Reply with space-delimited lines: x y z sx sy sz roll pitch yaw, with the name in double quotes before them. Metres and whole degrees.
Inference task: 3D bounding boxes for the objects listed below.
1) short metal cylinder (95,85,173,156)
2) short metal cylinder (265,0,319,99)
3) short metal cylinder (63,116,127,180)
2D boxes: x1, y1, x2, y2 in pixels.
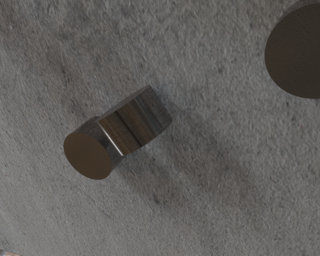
"short metal cylinder" -0.032 -0.010 0.380 0.080 0.080 0.050 -25 105 36
"short metal cylinder" 0.138 -0.072 0.273 0.080 0.050 0.079 13 124 20
"short metal cylinder" -0.093 0.029 0.455 0.080 0.050 0.079 13 124 20
